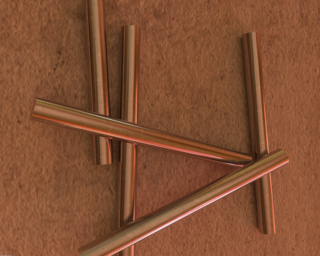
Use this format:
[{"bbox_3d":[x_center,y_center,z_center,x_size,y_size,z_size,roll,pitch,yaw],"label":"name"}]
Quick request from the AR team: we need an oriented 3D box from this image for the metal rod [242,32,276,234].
[{"bbox_3d":[0.149,0.009,0.465,0.025,0.025,0.298,-6,92,-20],"label":"metal rod"}]

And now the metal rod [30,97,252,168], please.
[{"bbox_3d":[-0.001,0.015,0.387,0.302,0.025,0.025,15,85,-28],"label":"metal rod"}]

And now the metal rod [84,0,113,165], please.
[{"bbox_3d":[-0.078,-0.105,0.380,0.025,0.025,0.298,-3,91,-20],"label":"metal rod"}]

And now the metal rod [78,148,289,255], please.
[{"bbox_3d":[0.044,0.094,0.399,0.302,0.025,0.025,-22,98,-19],"label":"metal rod"}]

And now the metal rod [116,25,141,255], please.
[{"bbox_3d":[-0.041,0.022,0.394,0.025,0.025,0.298,2,90,-20],"label":"metal rod"}]
